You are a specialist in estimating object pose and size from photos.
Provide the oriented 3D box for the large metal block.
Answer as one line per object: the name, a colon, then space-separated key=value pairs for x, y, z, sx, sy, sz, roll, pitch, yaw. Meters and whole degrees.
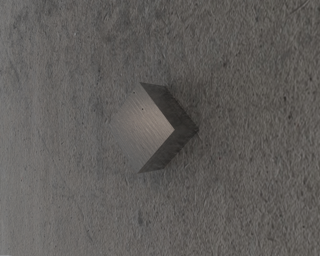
large metal block: x=-0.011 y=0.000 z=0.399 sx=0.080 sy=0.050 sz=0.080 roll=-51 pitch=60 yaw=28
